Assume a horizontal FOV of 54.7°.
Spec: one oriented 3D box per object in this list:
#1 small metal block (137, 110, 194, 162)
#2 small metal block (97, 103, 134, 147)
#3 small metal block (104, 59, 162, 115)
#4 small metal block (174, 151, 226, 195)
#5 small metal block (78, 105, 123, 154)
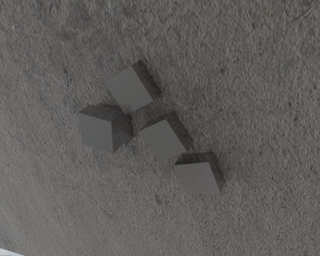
[{"bbox_3d":[0.007,0.011,0.410,0.050,0.025,0.050,-24,106,36],"label":"small metal block"},{"bbox_3d":[-0.068,-0.005,0.440,0.050,0.025,0.050,8,122,24],"label":"small metal block"},{"bbox_3d":[-0.034,-0.051,0.393,0.050,0.025,0.050,-22,107,36],"label":"small metal block"},{"bbox_3d":[0.054,0.062,0.417,0.050,0.025,0.050,-10,114,32],"label":"small metal block"},{"bbox_3d":[-0.079,0.001,0.417,0.050,0.025,0.050,15,125,19],"label":"small metal block"}]
